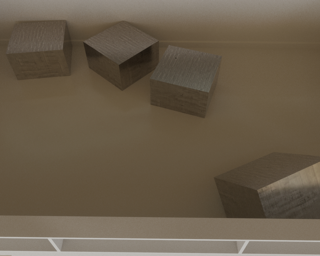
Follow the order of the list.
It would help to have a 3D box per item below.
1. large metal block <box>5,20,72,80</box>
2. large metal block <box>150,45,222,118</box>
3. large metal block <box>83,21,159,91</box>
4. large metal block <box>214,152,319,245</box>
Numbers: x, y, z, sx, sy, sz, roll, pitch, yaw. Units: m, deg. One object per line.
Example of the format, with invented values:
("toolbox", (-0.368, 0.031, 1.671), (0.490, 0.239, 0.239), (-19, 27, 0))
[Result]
("large metal block", (-0.187, -0.125, 0.492), (0.081, 0.050, 0.080), (-6, 50, -5))
("large metal block", (0.038, -0.068, 0.446), (0.080, 0.050, 0.080), (15, 52, 12))
("large metal block", (-0.058, -0.115, 0.485), (0.080, 0.050, 0.080), (36, 59, 26))
("large metal block", (0.114, 0.063, 0.308), (0.081, 0.080, 0.050), (-19, 94, -16))
